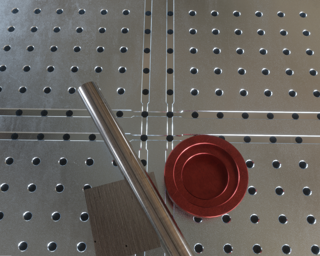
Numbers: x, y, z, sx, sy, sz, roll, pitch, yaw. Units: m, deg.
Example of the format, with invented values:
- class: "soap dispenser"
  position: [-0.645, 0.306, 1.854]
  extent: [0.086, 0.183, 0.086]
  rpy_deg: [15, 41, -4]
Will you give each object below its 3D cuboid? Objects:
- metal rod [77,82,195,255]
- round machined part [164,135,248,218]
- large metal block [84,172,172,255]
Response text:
- class: "metal rod"
  position: [-0.013, 0.074, 0.331]
  extent: [0.025, 0.025, 0.299]
  rpy_deg: [-29, 73, -10]
- class: "round machined part"
  position: [0.054, 0.061, 0.381]
  extent: [0.099, 0.042, 0.098]
  rpy_deg: [0, 70, 0]
- class: "large metal block"
  position: [-0.036, 0.104, 0.360]
  extent: [0.081, 0.050, 0.080]
  rpy_deg: [-14, 71, -5]
